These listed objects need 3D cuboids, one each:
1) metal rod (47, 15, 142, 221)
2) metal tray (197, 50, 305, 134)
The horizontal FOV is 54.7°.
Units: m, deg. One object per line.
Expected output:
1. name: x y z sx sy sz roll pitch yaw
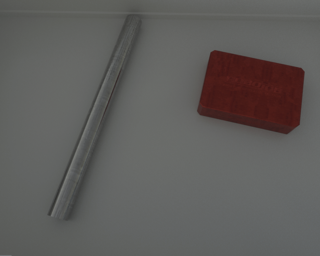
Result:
1. metal rod: -0.081 -0.028 0.418 0.025 0.025 0.299 15 70 5
2. metal tray: 0.125 -0.050 0.427 0.131 0.030 0.090 13 70 4
